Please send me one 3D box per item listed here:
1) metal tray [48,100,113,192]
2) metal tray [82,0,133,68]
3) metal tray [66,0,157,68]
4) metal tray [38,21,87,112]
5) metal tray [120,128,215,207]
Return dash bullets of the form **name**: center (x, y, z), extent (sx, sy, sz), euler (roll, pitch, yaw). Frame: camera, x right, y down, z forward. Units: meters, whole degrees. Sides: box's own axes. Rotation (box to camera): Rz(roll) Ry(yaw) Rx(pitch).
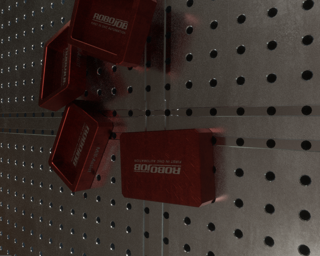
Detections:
- **metal tray**: center (-0.135, 0.028, 0.514), extent (0.090, 0.030, 0.129), euler (36, 112, 34)
- **metal tray**: center (-0.065, -0.163, 0.456), extent (0.090, 0.030, 0.129), euler (25, 105, 37)
- **metal tray**: center (-0.071, -0.144, 0.422), extent (0.130, 0.030, 0.089), euler (28, 107, 36)
- **metal tray**: center (-0.160, -0.102, 0.513), extent (0.090, 0.030, 0.130), euler (-23, 60, 37)
- **metal tray**: center (0.005, 0.048, 0.400), extent (0.130, 0.030, 0.089), euler (-4, 88, 39)
